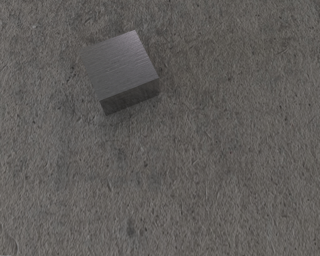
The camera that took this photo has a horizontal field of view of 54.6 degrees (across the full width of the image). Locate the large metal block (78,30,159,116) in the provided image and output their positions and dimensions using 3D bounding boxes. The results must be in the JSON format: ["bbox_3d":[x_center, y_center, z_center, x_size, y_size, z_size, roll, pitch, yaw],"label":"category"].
[{"bbox_3d":[-0.054,-0.074,0.422,0.080,0.050,0.080,-23,72,-8],"label":"large metal block"}]
